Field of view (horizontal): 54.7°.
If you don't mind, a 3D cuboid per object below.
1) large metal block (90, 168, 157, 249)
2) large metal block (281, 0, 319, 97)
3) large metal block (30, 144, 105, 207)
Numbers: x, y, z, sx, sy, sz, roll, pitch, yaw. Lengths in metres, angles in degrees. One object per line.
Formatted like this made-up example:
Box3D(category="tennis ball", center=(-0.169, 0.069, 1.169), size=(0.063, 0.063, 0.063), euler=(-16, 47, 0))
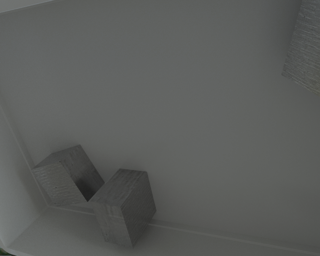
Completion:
Box3D(category="large metal block", center=(-0.052, 0.120, 0.473), size=(0.050, 0.080, 0.079), euler=(3, 120, 26))
Box3D(category="large metal block", center=(0.153, -0.066, 0.244), size=(0.080, 0.050, 0.079), euler=(-125, 32, -50))
Box3D(category="large metal block", center=(-0.155, 0.082, 0.522), size=(0.080, 0.050, 0.080), euler=(-17, 110, 34))
